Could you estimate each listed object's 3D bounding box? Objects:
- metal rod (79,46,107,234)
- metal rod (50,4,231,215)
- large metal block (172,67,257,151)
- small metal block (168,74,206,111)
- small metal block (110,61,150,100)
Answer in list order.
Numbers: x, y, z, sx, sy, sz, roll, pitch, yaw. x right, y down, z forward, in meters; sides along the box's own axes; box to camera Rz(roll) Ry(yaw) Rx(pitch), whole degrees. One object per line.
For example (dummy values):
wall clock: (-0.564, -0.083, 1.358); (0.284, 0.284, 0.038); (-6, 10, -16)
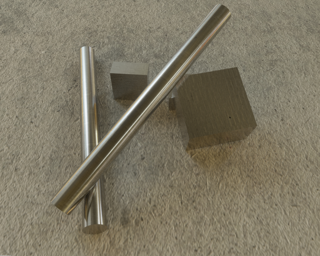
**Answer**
metal rod: (-0.093, -0.010, 0.410); (0.025, 0.025, 0.300); (-8, 50, -7)
metal rod: (-0.011, -0.033, 0.353); (0.025, 0.025, 0.300); (32, 74, 23)
large metal block: (0.064, -0.023, 0.389); (0.081, 0.050, 0.080); (-11, 70, -5)
small metal block: (0.037, -0.052, 0.448); (0.050, 0.025, 0.050); (-1, 50, -1)
small metal block: (-0.041, -0.066, 0.442); (0.050, 0.050, 0.025); (3, 50, 2)
